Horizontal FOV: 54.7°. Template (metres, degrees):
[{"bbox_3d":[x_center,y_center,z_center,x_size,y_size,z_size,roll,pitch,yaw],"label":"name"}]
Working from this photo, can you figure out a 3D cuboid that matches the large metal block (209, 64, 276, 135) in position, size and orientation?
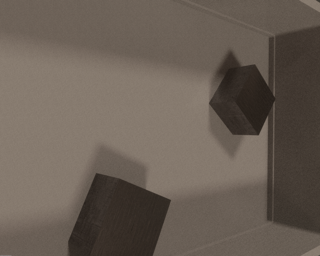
[{"bbox_3d":[0.137,-0.044,0.508,0.080,0.050,0.080,47,62,-30],"label":"large metal block"}]

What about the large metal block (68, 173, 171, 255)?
[{"bbox_3d":[-0.044,0.106,0.356,0.080,0.050,0.080,32,70,-36],"label":"large metal block"}]
